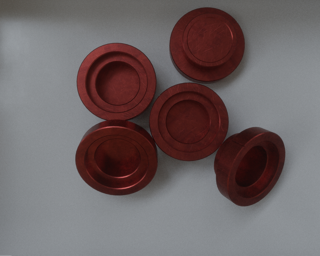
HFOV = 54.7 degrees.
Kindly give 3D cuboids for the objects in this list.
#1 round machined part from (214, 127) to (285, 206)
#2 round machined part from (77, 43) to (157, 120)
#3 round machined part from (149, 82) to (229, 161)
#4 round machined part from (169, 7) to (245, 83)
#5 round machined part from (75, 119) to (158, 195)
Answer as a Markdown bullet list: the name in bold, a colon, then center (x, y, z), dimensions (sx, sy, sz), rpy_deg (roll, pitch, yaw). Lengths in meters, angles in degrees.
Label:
- **round machined part**: center (0.107, 0.044, 0.388), dimensions (0.099, 0.042, 0.097), rpy_deg (-13, 115, -29)
- **round machined part**: center (-0.053, -0.057, 0.402), dimensions (0.099, 0.042, 0.097), rpy_deg (0, 90, 0)
- **round machined part**: center (0.036, -0.008, 0.403), dimensions (0.099, 0.042, 0.097), rpy_deg (0, 90, 0)
- **round machined part**: center (0.062, -0.109, 0.403), dimensions (0.099, 0.042, 0.097), rpy_deg (0, 90, 0)
- **round machined part**: center (-0.052, 0.033, 0.390), dimensions (0.099, 0.042, 0.097), rpy_deg (-1, 115, -1)
